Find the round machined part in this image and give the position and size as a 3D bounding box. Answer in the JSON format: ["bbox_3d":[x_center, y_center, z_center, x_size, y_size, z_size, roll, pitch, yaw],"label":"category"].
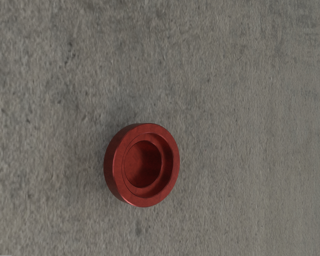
[{"bbox_3d":[-0.026,0.043,0.374,0.099,0.042,0.097,0,90,-40],"label":"round machined part"}]
